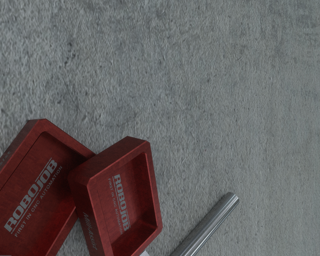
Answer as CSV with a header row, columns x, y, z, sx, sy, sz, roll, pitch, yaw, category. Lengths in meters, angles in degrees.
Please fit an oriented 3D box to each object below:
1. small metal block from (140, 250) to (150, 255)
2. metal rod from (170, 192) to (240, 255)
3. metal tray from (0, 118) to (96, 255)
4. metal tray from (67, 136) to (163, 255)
x,y,z,sx,sy,sz,roll,pitch,yaw,category
-0.024,0.186,0.373,0.050,0.025,0.050,-35,82,-35,small metal block
0.019,0.189,0.423,0.302,0.025,0.025,-36,113,-34,metal rod
-0.121,0.067,0.301,0.090,0.030,0.130,43,64,-32,metal tray
-0.042,0.085,0.340,0.091,0.030,0.129,-34,125,-44,metal tray
